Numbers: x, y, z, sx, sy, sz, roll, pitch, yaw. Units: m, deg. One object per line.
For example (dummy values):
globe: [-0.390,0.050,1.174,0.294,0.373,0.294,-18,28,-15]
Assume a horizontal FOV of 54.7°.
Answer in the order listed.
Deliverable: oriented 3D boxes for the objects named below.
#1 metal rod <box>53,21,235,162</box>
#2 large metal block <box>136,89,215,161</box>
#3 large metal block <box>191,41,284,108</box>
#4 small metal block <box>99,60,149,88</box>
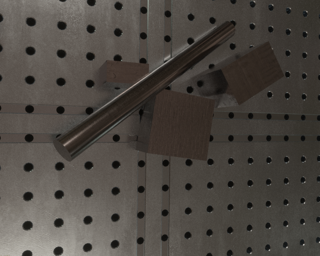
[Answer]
metal rod: [0.005,-0.061,0.367,0.302,0.025,0.025,-41,104,-34]
large metal block: [0.020,-0.003,0.408,0.081,0.050,0.080,9,87,-20]
large metal block: [0.103,-0.069,0.423,0.080,0.080,0.050,-32,101,-17]
small metal block: [-0.046,-0.064,0.383,0.050,0.050,0.025,1,90,-20]
